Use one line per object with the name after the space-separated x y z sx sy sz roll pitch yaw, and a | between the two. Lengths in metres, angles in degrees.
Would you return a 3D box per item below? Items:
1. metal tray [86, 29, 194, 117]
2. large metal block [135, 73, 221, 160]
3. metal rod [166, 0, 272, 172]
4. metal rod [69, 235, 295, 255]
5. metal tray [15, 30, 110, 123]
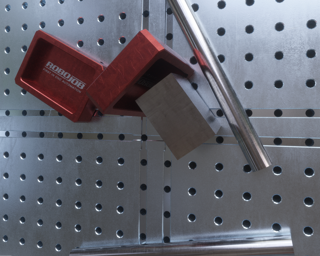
-0.016 -0.055 0.361 0.090 0.130 0.030 -44 77 14 | metal tray
0.026 -0.016 0.368 0.050 0.080 0.080 -36 87 16 | large metal block
0.060 -0.087 0.390 0.025 0.025 0.299 -28 81 17 | metal rod
0.014 0.163 0.406 0.301 0.025 0.025 -11 87 19 | metal rod
-0.144 -0.076 0.459 0.130 0.030 0.090 31 100 17 | metal tray
